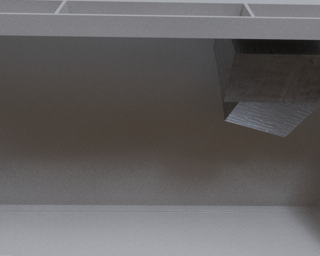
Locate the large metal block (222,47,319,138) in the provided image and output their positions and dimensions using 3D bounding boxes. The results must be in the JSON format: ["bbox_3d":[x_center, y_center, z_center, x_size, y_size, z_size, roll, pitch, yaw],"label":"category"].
[{"bbox_3d":[0.126,-0.041,0.350,0.081,0.050,0.079,15,138,-13],"label":"large metal block"}]

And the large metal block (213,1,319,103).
[{"bbox_3d":[0.095,-0.068,0.274,0.081,0.080,0.050,1,139,-1],"label":"large metal block"}]
